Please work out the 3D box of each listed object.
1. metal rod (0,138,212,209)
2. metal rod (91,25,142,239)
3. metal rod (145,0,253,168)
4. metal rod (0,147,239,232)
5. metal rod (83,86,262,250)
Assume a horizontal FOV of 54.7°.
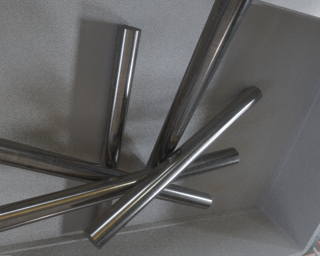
[{"bbox_3d":[-0.046,0.067,0.390,0.302,0.025,0.025,21,107,-34],"label":"metal rod"},{"bbox_3d":[-0.061,0.026,0.390,0.025,0.025,0.298,-2,119,-28],"label":"metal rod"},{"bbox_3d":[0.022,-0.015,0.332,0.025,0.025,0.298,-10,148,-23],"label":"metal rod"},{"bbox_3d":[-0.028,0.064,0.368,0.303,0.025,0.025,-11,123,-27],"label":"metal rod"},{"bbox_3d":[0.036,0.030,0.379,0.302,0.025,0.025,-38,133,-30],"label":"metal rod"}]
